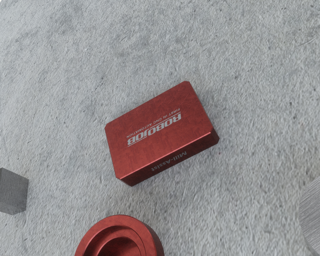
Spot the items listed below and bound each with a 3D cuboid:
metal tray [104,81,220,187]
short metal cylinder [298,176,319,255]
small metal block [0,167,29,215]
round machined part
[{"bbox_3d":[-0.002,0.006,0.397,0.130,0.030,0.090,-28,52,10],"label":"metal tray"},{"bbox_3d":[0.160,0.080,0.255,0.080,0.050,0.080,-13,56,20],"label":"short metal cylinder"},{"bbox_3d":[-0.219,0.092,0.444,0.025,0.050,0.050,-22,54,15],"label":"small metal block"},{"bbox_3d":[-0.039,0.145,0.323,0.098,0.042,0.098,-13,56,20],"label":"round machined part"}]
